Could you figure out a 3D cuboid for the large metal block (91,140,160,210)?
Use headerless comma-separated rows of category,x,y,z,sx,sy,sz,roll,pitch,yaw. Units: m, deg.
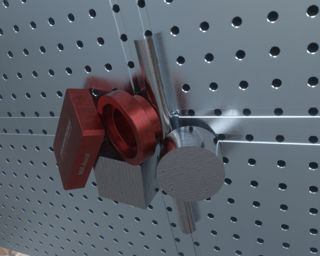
large metal block,-0.049,0.065,0.461,0.080,0.050,0.079,10,123,23

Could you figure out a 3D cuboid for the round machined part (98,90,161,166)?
round machined part,-0.036,-0.004,0.400,0.098,0.042,0.097,36,142,36

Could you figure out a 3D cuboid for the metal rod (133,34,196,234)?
metal rod,0.013,0.026,0.421,0.025,0.025,0.298,1,119,28

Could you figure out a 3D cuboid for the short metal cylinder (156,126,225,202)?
short metal cylinder,0.038,0.044,0.385,0.080,0.050,0.079,2,117,4

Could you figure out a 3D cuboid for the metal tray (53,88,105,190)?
metal tray,-0.123,0.018,0.452,0.090,0.030,0.129,61,139,35
